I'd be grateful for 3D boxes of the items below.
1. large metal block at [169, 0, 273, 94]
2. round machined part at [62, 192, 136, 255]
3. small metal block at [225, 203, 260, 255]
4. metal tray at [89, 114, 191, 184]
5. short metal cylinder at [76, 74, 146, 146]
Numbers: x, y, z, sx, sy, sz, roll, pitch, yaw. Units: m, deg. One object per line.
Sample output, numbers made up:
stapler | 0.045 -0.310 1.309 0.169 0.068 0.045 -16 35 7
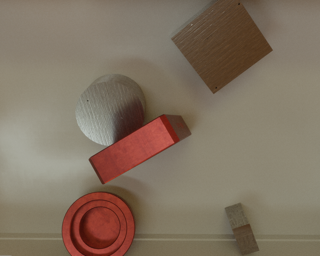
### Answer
large metal block | 0.068 -0.100 0.362 0.080 0.050 0.080 -37 106 12
round machined part | -0.083 0.139 0.438 0.099 0.042 0.097 0 79 -1
small metal block | 0.119 0.147 0.454 0.025 0.050 0.050 -21 109 7
metal tray | -0.015 0.020 0.361 0.090 0.130 0.030 -31 86 10
short metal cylinder | -0.059 -0.024 0.388 0.081 0.050 0.079 0 110 -1
